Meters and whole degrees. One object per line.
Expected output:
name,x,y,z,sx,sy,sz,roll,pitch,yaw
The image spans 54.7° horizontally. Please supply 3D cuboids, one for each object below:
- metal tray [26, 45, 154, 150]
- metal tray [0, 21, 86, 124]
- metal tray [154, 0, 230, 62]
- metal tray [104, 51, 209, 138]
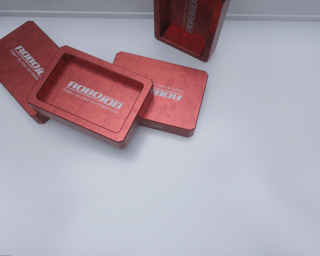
metal tray,-0.084,-0.040,0.387,0.130,0.030,0.090,23,71,8
metal tray,-0.175,-0.080,0.434,0.090,0.030,0.130,-42,76,-14
metal tray,0.038,-0.150,0.409,0.090,0.130,0.030,28,73,9
metal tray,-0.008,-0.047,0.424,0.131,0.030,0.090,14,70,5
